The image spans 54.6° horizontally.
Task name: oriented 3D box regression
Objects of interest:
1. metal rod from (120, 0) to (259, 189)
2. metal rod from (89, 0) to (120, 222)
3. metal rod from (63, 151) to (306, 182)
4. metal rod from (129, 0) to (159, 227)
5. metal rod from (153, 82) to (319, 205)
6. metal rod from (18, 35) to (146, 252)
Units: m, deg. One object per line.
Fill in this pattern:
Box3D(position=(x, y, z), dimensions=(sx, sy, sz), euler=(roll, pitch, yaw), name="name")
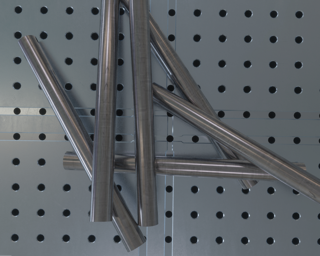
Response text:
Box3D(position=(0.040, -0.050, 0.413), dimensions=(0.025, 0.025, 0.299), euler=(-33, 90, 0), name="metal rod")
Box3D(position=(-0.065, -0.042, 0.378), dimensions=(0.025, 0.025, 0.299), euler=(0, 76, 0), name="metal rod")
Box3D(position=(0.026, 0.049, 0.396), dimensions=(0.301, 0.025, 0.025), euler=(2, 90, 6), name="metal rod")
Box3D(position=(-0.021, -0.034, 0.380), dimensions=(0.025, 0.025, 0.299), euler=(-3, 87, 0), name="metal rod")
Box3D(position=(0.109, 0.027, 0.370), dimensions=(0.300, 0.025, 0.025), euler=(33, 90, 17), name="metal rod")
Box3D(position=(-0.102, 0.012, 0.388), dimensions=(0.025, 0.025, 0.299), euler=(-30, 81, 0), name="metal rod")
